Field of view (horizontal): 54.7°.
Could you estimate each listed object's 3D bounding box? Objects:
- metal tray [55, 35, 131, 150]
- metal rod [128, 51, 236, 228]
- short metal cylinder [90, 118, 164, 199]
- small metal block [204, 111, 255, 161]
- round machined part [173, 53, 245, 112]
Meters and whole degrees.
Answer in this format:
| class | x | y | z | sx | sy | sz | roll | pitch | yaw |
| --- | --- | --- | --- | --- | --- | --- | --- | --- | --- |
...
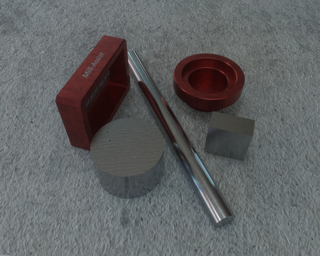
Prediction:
| class | x | y | z | sx | sy | sz | roll | pitch | yaw |
| --- | --- | --- | --- | --- | --- | --- | --- | --- | --- |
| metal tray | -0.079 | -0.047 | 0.401 | 0.030 | 0.089 | 0.130 | 14 | 51 | 11 |
| metal rod | 0.011 | -0.008 | 0.412 | 0.025 | 0.025 | 0.300 | -17 | 52 | -14 |
| short metal cylinder | -0.036 | 0.035 | 0.359 | 0.081 | 0.050 | 0.080 | 0 | 50 | 0 |
| small metal block | 0.083 | 0.010 | 0.377 | 0.050 | 0.050 | 0.025 | 13 | 51 | 10 |
| round machined part | 0.068 | -0.061 | 0.446 | 0.099 | 0.042 | 0.098 | 0 | 50 | 0 |
